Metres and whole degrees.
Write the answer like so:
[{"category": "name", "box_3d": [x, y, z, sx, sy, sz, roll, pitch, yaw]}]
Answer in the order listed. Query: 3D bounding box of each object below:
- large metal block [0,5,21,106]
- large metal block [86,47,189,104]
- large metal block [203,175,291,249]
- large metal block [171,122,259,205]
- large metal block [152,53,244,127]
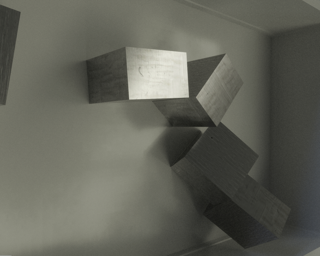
[{"category": "large metal block", "box_3d": [-0.168, -0.064, 0.249, 0.081, 0.050, 0.080, 11, 83, -40]}, {"category": "large metal block", "box_3d": [-0.026, -0.056, 0.349, 0.081, 0.080, 0.050, -7, 95, -40]}, {"category": "large metal block", "box_3d": [0.122, 0.120, 0.445, 0.080, 0.080, 0.050, 39, 54, 4]}, {"category": "large metal block", "box_3d": [0.076, 0.047, 0.433, 0.080, 0.050, 0.080, 42, 60, 1]}, {"category": "large metal block", "box_3d": [0.050, -0.048, 0.413, 0.050, 0.080, 0.080, 50, 60, -28]}]
